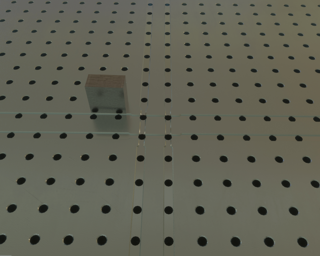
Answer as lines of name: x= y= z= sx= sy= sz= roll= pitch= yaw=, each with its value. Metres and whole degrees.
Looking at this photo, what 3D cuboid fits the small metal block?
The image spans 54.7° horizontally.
small metal block: x=-0.072 y=-0.047 z=0.430 sx=0.050 sy=0.050 sz=0.025 roll=2 pitch=50 yaw=1
